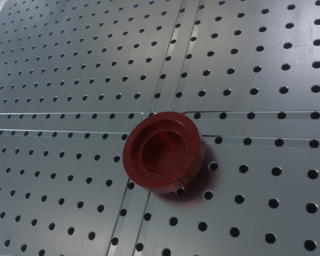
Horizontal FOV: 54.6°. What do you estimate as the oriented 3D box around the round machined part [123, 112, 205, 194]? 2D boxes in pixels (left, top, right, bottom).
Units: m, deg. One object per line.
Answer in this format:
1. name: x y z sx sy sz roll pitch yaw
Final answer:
1. round machined part: 0.008 0.032 0.374 0.098 0.042 0.098 -13 56 21
